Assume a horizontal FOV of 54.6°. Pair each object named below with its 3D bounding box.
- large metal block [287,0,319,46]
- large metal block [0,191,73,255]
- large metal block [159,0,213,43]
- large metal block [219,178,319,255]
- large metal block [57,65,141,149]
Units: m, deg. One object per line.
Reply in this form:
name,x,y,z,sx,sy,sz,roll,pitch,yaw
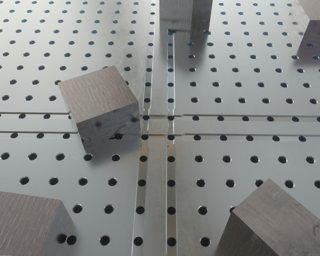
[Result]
large metal block,0.286,-0.193,0.555,0.080,0.050,0.080,-1,50,-1
large metal block,-0.142,0.111,0.298,0.080,0.050,0.080,7,50,6
large metal block,0.044,-0.213,0.552,0.050,0.080,0.080,-35,58,-26
large metal block,0.106,0.107,0.283,0.050,0.080,0.080,-33,57,-24
large metal block,-0.081,-0.031,0.417,0.081,0.050,0.080,-22,53,-17
